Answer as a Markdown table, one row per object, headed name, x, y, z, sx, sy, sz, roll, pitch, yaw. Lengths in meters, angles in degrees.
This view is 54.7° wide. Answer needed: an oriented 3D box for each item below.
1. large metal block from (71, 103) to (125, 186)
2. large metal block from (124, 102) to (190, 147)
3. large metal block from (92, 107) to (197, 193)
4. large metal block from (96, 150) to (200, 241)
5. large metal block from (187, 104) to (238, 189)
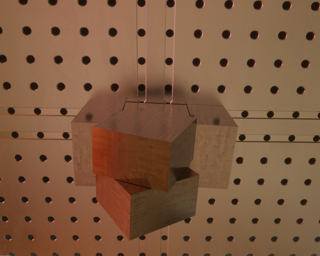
| name | x | y | z | sx | sy | sz | roll | pitch | yaw |
| --- | --- | --- | --- | --- | --- | --- | --- | --- | --- |
| large metal block | -0.074 | 0.018 | 0.390 | 0.050 | 0.080 | 0.079 | 2 | 110 | -1 |
| large metal block | -0.007 | 0.013 | 0.403 | 0.081 | 0.050 | 0.079 | 2 | 110 | -2 |
| large metal block | -0.013 | 0.017 | 0.322 | 0.080 | 0.080 | 0.050 | 11 | 111 | 20 |
| large metal block | -0.016 | 0.065 | 0.337 | 0.081 | 0.080 | 0.050 | -10 | 114 | -32 |
| large metal block | 0.058 | 0.020 | 0.392 | 0.050 | 0.080 | 0.079 | 4 | 110 | -2 |
